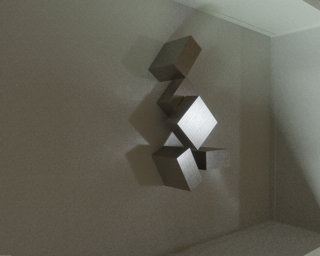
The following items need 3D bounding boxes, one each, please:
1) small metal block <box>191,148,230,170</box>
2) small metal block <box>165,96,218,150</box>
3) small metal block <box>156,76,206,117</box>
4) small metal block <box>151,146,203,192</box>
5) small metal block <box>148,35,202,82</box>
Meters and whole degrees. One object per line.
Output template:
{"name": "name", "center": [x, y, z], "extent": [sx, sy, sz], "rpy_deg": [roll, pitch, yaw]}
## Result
{"name": "small metal block", "center": [0.064, 0.043, 0.444], "extent": [0.050, 0.050, 0.025], "rpy_deg": [-2, 92, -40]}
{"name": "small metal block", "center": [0.042, -0.007, 0.409], "extent": [0.050, 0.025, 0.050], "rpy_deg": [-52, 121, -22]}
{"name": "small metal block", "center": [0.030, -0.036, 0.431], "extent": [0.050, 0.025, 0.050], "rpy_deg": [48, 61, -29]}
{"name": "small metal block", "center": [0.022, 0.052, 0.409], "extent": [0.025, 0.050, 0.050], "rpy_deg": [-36, 113, -34]}
{"name": "small metal block", "center": [0.019, -0.090, 0.406], "extent": [0.025, 0.050, 0.050], "rpy_deg": [44, 64, -32]}
